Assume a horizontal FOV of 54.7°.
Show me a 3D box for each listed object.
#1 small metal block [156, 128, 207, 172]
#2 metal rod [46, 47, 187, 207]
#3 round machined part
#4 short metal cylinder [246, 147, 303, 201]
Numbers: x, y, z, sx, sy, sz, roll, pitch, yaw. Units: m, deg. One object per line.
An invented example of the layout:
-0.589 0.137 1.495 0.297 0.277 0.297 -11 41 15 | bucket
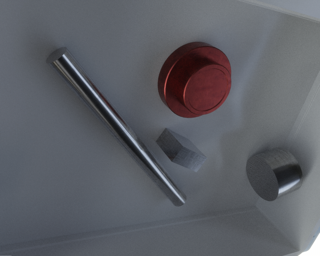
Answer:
0.029 0.030 0.429 0.050 0.050 0.025 27 103 -38 | small metal block
-0.036 0.021 0.403 0.025 0.025 0.300 -38 130 -3 | metal rod
0.050 -0.056 0.393 0.099 0.042 0.097 -14 125 -21 | round machined part
0.194 0.078 0.531 0.050 0.080 0.079 -17 126 -19 | short metal cylinder
